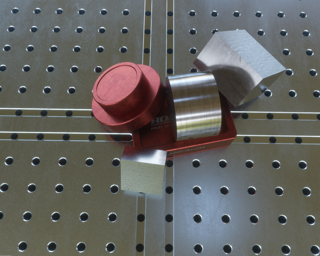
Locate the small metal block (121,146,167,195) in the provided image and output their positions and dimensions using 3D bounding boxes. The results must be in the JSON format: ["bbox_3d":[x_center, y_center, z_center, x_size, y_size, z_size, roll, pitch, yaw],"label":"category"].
[{"bbox_3d":[-0.020,0.051,0.373,0.050,0.050,0.025,7,36,3],"label":"small metal block"}]

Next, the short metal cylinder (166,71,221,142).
[{"bbox_3d":[0.038,-0.026,0.375,0.050,0.080,0.080,-8,70,-4],"label":"short metal cylinder"}]

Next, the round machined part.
[{"bbox_3d":[-0.046,-0.045,0.395,0.098,0.042,0.098,-13,53,19],"label":"round machined part"}]

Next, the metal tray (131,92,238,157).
[{"bbox_3d":[0.026,-0.013,0.411,0.131,0.030,0.090,-10,70,-4],"label":"metal tray"}]

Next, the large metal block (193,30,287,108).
[{"bbox_3d":[0.105,-0.081,0.404,0.081,0.050,0.080,-23,68,-47],"label":"large metal block"}]
